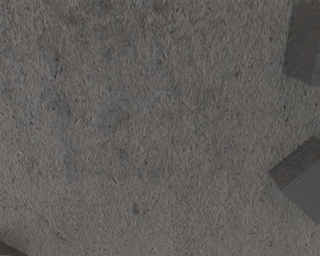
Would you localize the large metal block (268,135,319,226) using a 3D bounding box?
[{"bbox_3d":[0.213,0.071,0.424,0.080,0.050,0.080,42,105,-14],"label":"large metal block"}]

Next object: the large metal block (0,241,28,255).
[{"bbox_3d":[-0.268,0.221,0.475,0.080,0.050,0.080,35,106,-12],"label":"large metal block"}]

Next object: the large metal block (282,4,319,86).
[{"bbox_3d":[0.183,-0.094,0.347,0.050,0.080,0.079,2,110,-1],"label":"large metal block"}]
